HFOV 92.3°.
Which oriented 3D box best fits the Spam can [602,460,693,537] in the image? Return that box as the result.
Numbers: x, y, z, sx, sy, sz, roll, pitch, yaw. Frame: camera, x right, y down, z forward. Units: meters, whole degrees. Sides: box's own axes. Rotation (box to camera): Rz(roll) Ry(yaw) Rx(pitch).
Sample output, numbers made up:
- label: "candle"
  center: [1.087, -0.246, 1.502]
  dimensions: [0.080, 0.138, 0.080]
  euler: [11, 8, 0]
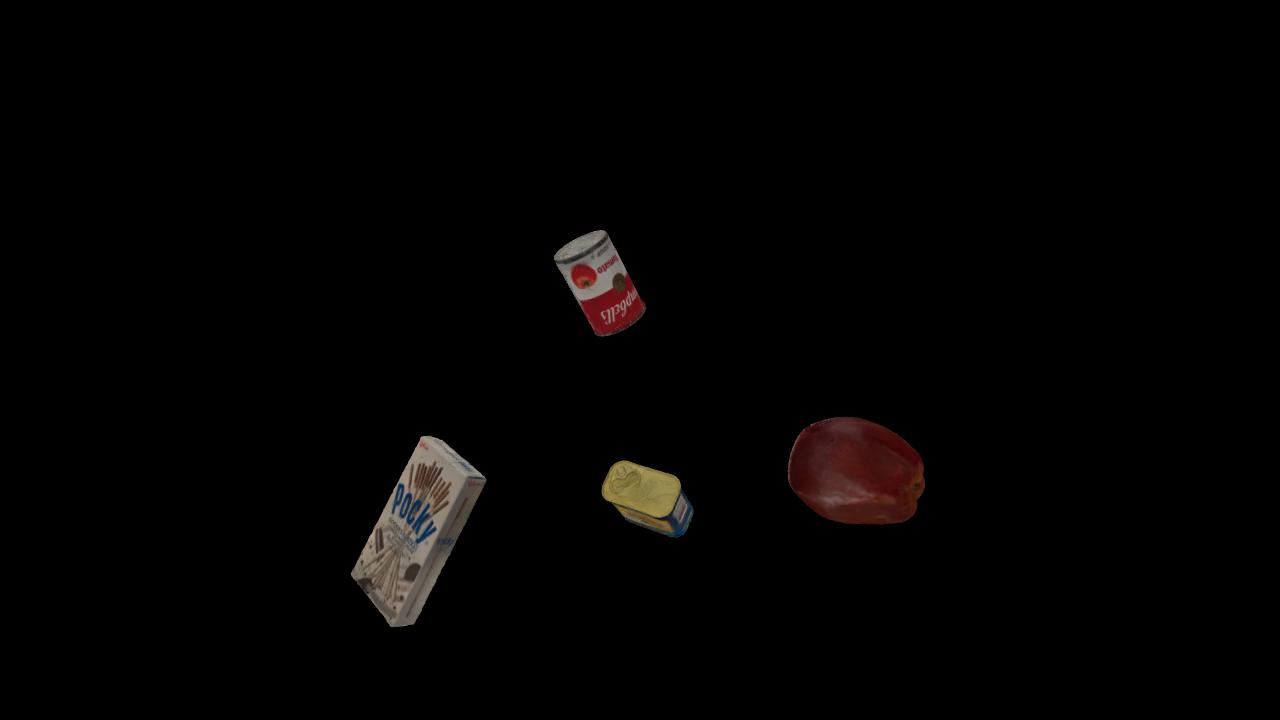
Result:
- label: "Spam can"
  center: [0.012, 0.181, 0.793]
  dimensions: [0.101, 0.058, 0.085]
  euler: [13, -29, 28]

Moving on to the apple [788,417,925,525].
- label: "apple"
  center: [0.154, 0.079, 0.446]
  dimensions: [0.093, 0.079, 0.079]
  euler: [7, 5, 39]

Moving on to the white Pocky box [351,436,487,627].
- label: "white Pocky box"
  center: [-0.208, 0.158, 0.577]
  dimensions: [0.084, 0.154, 0.028]
  euler: [28, 1, 36]

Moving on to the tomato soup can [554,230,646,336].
- label: "tomato soup can"
  center: [-0.045, -0.087, 0.693]
  dimensions: [0.068, 0.101, 0.068]
  euler: [-23, 26, 12]
